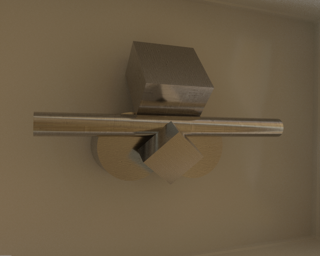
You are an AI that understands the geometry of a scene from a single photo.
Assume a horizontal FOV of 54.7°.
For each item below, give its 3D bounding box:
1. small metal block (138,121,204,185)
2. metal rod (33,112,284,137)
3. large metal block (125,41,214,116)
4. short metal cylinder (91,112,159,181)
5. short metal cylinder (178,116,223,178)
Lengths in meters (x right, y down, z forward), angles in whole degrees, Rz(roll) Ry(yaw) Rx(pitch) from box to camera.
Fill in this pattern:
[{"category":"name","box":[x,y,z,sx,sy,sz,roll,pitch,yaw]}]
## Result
[{"category":"small metal block","box":[0.012,0.029,0.350,0.050,0.025,0.050,-41,124,6]},{"category":"metal rod","box":[0.015,-0.002,0.363,0.303,0.025,0.025,1,90,-21]},{"category":"large metal block","box":[0.008,-0.058,0.378,0.081,0.050,0.080,1,47,-20]},{"category":"short metal cylinder","box":[-0.041,0.021,0.382,0.081,0.050,0.079,0,90,-21]},{"category":"short metal cylinder","box":[0.035,0.023,0.410,0.081,0.050,0.079,0,90,-21]}]
